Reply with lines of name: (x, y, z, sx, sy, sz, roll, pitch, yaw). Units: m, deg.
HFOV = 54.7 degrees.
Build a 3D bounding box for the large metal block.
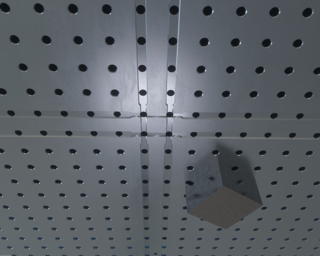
large metal block: (0.098, 0.107, 0.487, 0.080, 0.050, 0.080, 28, 125, -22)
